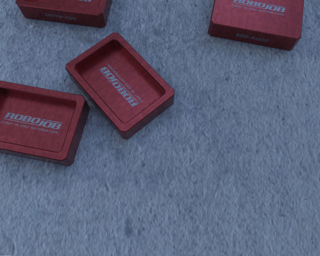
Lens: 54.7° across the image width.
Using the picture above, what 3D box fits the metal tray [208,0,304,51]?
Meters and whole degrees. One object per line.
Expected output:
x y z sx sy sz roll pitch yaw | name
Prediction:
0.146 -0.174 0.471 0.131 0.030 0.090 12 70 4 | metal tray

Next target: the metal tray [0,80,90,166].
-0.169 -0.007 0.406 0.131 0.030 0.090 11 70 3 | metal tray

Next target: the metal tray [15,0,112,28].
-0.142 -0.208 0.479 0.131 0.030 0.090 8 70 2 | metal tray

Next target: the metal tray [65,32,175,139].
-0.054 -0.060 0.426 0.090 0.030 0.130 -39 75 -13 | metal tray
